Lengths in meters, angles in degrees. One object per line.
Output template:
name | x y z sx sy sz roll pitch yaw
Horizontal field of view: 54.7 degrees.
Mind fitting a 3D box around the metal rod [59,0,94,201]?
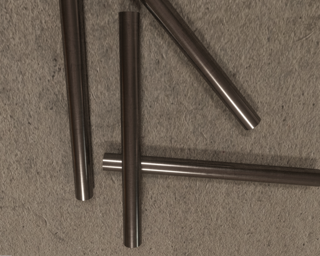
metal rod | -0.105 -0.043 0.392 0.025 0.025 0.298 1 110 -1

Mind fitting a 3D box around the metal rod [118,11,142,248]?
metal rod | -0.037 0.012 0.392 0.025 0.025 0.298 0 102 -1

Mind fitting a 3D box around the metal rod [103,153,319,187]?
metal rod | 0.074 0.058 0.432 0.302 0.025 0.025 5 110 -3

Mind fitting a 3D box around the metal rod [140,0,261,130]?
metal rod | 0.025 -0.112 0.368 0.025 0.025 0.300 -39 106 13
